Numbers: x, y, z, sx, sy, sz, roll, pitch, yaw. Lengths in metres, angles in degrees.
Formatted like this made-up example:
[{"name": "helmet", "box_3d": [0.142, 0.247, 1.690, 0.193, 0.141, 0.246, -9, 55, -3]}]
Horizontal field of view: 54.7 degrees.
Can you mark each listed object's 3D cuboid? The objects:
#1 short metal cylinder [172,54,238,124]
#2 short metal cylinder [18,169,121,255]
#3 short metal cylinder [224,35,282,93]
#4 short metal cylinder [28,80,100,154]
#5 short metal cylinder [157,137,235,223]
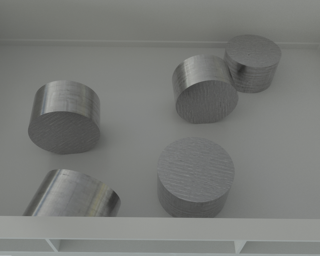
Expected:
[{"name": "short metal cylinder", "box_3d": [0.058, -0.050, 0.412, 0.081, 0.080, 0.050, -3, 50, -3]}, {"name": "short metal cylinder", "box_3d": [-0.084, 0.083, 0.298, 0.080, 0.080, 0.050, 12, 51, 9]}, {"name": "short metal cylinder", "box_3d": [0.137, -0.099, 0.474, 0.081, 0.050, 0.080, 0, 50, 0]}, {"name": "short metal cylinder", "box_3d": [-0.114, -0.011, 0.377, 0.081, 0.080, 0.050, -5, 50, -5]}, {"name": "short metal cylinder", "box_3d": [0.037, 0.057, 0.342, 0.081, 0.050, 0.080, 0, 50, 0]}]
